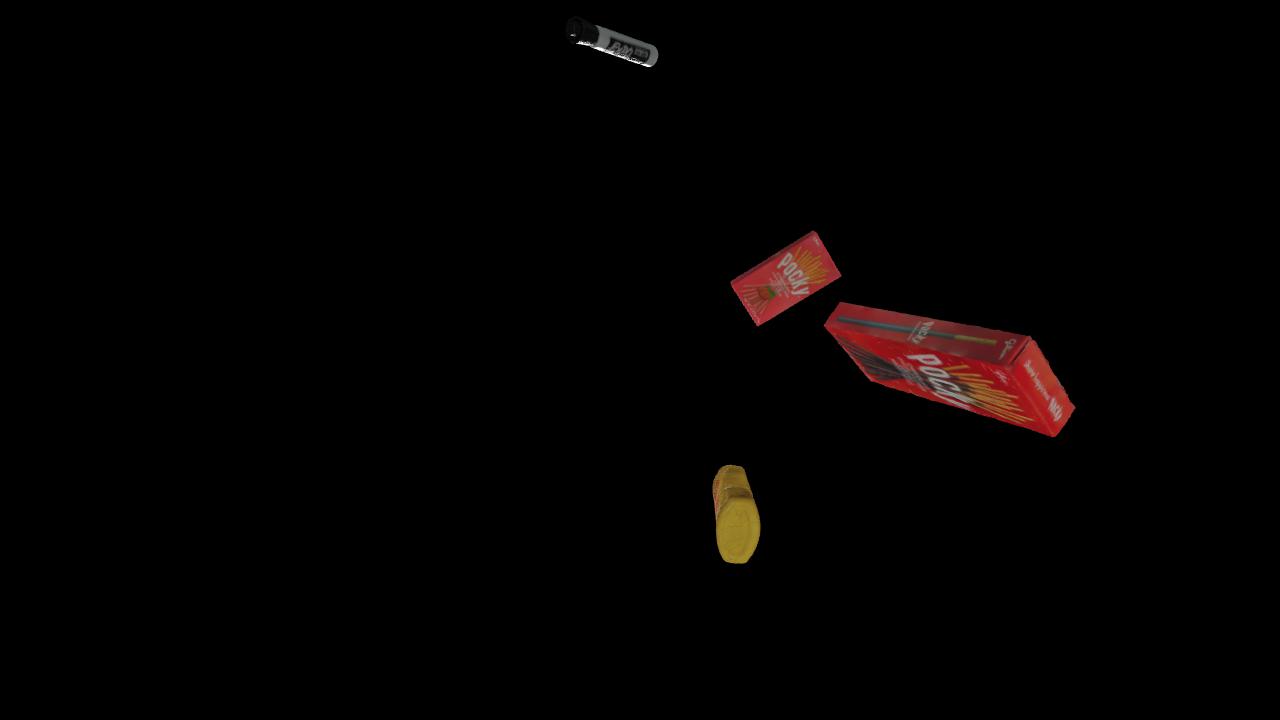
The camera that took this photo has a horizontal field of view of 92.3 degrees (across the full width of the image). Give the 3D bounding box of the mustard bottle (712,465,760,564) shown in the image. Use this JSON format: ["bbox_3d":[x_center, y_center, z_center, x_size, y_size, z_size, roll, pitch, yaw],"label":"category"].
[{"bbox_3d":[0.126,0.192,0.834,0.054,0.092,0.184,-2,11,4],"label":"mustard bottle"}]

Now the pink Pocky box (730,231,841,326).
[{"bbox_3d":[0.232,-0.129,0.983,0.155,0.084,0.029,-31,15,14],"label":"pink Pocky box"}]

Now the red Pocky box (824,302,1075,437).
[{"bbox_3d":[0.211,0.002,0.439,0.083,0.028,0.155,42,-8,-29],"label":"red Pocky box"}]

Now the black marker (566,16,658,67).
[{"bbox_3d":[-0.022,-0.267,0.519,0.020,0.020,0.121,0,13,32],"label":"black marker"}]
